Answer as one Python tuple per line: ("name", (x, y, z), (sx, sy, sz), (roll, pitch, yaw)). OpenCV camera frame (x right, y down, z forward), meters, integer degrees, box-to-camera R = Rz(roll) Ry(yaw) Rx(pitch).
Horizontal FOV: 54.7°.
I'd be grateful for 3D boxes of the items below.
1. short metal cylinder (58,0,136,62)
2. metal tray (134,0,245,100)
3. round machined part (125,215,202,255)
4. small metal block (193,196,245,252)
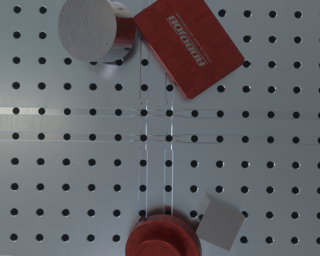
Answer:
("short metal cylinder", (-0.078, -0.123, 0.386), (0.080, 0.050, 0.079), (4, 102, 20))
("metal tray", (0.037, -0.113, 0.411), (0.090, 0.030, 0.130), (-35, 90, 0))
("round machined part", (0.002, 0.165, 0.393), (0.098, 0.042, 0.097), (2, 98, 13))
("small metal block", (0.078, 0.127, 0.414), (0.050, 0.025, 0.050), (25, 90, 0))
